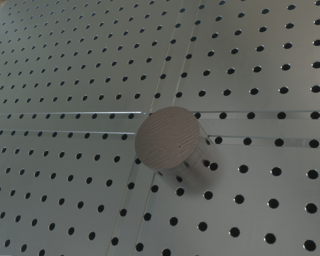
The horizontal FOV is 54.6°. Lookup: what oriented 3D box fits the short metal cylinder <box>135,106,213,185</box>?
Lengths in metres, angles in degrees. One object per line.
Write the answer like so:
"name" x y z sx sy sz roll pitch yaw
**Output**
"short metal cylinder" 0.017 0.021 0.371 0.080 0.050 0.080 -13 56 21
